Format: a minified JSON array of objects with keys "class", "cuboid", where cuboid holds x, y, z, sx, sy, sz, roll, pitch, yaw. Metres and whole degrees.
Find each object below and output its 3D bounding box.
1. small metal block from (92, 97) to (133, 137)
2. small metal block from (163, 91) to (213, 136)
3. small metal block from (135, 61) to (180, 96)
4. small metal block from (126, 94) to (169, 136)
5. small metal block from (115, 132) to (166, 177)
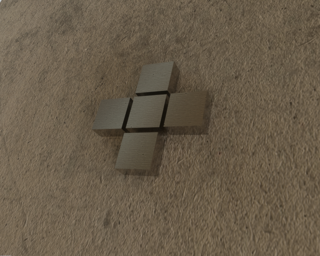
[{"class":"small metal block","cuboid":[-0.064,-0.015,0.446,0.050,0.025,0.050,-2,61,27]},{"class":"small metal block","cuboid":[0.037,-0.018,0.396,0.050,0.025,0.050,-2,61,27]},{"class":"small metal block","cuboid":[-0.002,-0.066,0.446,0.050,0.025,0.050,-2,61,27]},{"class":"small metal block","cuboid":[-0.013,-0.017,0.421,0.050,0.025,0.050,-2,61,27]},{"class":"small metal block","cuboid":[-0.024,0.034,0.396,0.050,0.025,0.050,-2,61,27]}]
